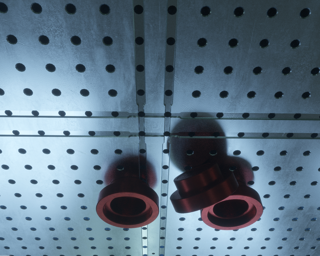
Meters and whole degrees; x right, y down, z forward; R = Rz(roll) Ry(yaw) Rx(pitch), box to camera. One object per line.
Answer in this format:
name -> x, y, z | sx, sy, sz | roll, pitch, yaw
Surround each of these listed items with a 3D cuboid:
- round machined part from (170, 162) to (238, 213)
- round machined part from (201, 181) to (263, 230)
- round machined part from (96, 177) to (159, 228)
round machined part -> 0.059, 0.081, 0.447 | 0.098, 0.098, 0.042 | -24, 89, 19
round machined part -> 0.114, 0.122, 0.506 | 0.099, 0.042, 0.097 | 0, 131, 0
round machined part -> -0.051, 0.117, 0.499 | 0.099, 0.042, 0.097 | -1, 130, 0
